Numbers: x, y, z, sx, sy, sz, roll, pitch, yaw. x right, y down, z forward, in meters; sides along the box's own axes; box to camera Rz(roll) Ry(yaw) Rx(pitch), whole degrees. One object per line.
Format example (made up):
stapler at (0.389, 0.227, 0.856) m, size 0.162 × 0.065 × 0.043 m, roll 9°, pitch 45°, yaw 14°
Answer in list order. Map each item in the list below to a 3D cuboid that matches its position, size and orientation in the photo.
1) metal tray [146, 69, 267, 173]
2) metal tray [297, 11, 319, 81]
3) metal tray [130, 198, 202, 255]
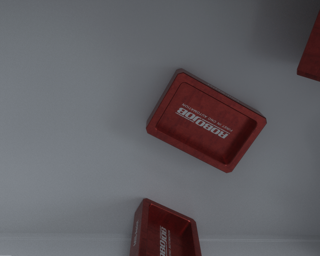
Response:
metal tray at (0.059, -0.008, 0.405) m, size 0.131 × 0.030 × 0.090 m, roll 27°, pitch 108°, yaw -10°
metal tray at (0.192, -0.098, 0.324) m, size 0.030 × 0.131 × 0.089 m, roll 28°, pitch 117°, yaw 32°
metal tray at (0.009, 0.157, 0.413) m, size 0.090 × 0.130 × 0.030 m, roll 27°, pitch 108°, yaw -10°
